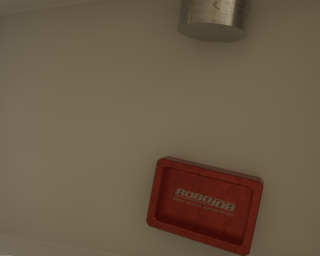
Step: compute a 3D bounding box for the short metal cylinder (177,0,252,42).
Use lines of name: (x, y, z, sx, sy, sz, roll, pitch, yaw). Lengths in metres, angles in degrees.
short metal cylinder: (0.063, -0.135, 0.359, 0.080, 0.080, 0.050, 8, 93, 19)

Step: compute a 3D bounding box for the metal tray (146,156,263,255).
metal tray: (0.054, 0.093, 0.388, 0.130, 0.030, 0.089, 12, 94, 19)
